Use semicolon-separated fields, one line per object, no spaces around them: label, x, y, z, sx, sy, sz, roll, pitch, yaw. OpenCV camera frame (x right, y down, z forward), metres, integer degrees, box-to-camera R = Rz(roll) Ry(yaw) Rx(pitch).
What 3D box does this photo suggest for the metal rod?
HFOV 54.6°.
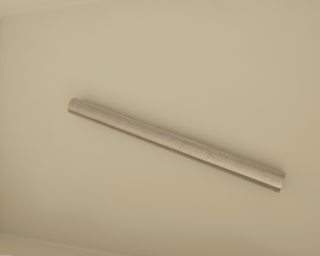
metal rod;0.007;0.016;0.406;0.301;0.025;0.025;20;97;19
